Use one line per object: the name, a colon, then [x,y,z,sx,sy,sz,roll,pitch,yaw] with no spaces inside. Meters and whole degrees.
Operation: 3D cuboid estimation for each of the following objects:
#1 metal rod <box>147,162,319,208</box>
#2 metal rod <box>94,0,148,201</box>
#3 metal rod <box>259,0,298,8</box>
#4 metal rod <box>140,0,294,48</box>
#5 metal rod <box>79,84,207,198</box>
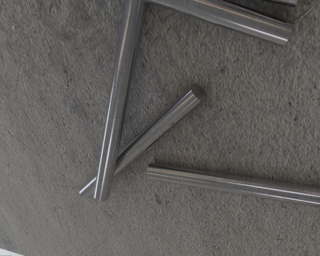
metal rod: [0.122,0.074,0.387,0.301,0.025,0.025,5,121,25]
metal rod: [-0.057,-0.021,0.404,0.025,0.025,0.298,23,121,14]
metal rod: [-0.014,-0.165,0.311,0.301,0.025,0.025,19,126,16]
metal rod: [-0.020,-0.140,0.306,0.301,0.025,0.025,21,127,6]
metal rod: [-0.042,0.035,0.450,0.025,0.025,0.299,46,129,-4]
